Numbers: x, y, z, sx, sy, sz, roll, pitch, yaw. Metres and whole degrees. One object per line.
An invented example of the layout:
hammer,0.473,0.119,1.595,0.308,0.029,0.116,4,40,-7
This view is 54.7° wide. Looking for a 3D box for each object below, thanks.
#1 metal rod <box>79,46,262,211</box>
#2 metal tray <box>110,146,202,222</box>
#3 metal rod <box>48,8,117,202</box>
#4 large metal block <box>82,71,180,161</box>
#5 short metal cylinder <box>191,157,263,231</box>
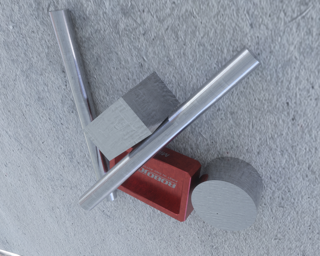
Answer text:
metal rod,-0.005,0.017,0.377,0.025,0.025,0.299,46,116,-4
metal tray,-0.011,0.066,0.436,0.130,0.030,0.089,21,127,25
metal rod,-0.104,-0.015,0.450,0.025,0.025,0.298,6,121,25
large metal block,-0.034,-0.015,0.378,0.080,0.080,0.050,-33,100,38
short metal cylinder,0.087,0.084,0.396,0.080,0.050,0.079,13,124,20
